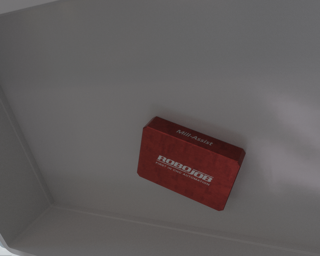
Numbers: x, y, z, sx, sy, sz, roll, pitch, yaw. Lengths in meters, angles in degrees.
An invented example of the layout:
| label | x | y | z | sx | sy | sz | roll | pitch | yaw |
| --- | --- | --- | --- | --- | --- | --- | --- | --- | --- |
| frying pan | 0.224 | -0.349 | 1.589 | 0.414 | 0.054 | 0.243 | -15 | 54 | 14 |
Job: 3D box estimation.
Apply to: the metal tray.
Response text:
| label | x | y | z | sx | sy | sz | roll | pitch | yaw |
| --- | --- | --- | --- | --- | --- | --- | --- | --- | --- |
| metal tray | 0.037 | 0.048 | 0.416 | 0.130 | 0.030 | 0.089 | 21 | 127 | 15 |
